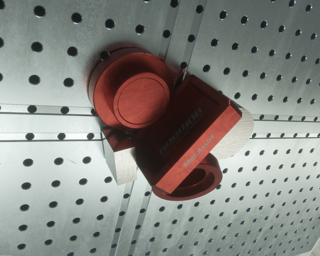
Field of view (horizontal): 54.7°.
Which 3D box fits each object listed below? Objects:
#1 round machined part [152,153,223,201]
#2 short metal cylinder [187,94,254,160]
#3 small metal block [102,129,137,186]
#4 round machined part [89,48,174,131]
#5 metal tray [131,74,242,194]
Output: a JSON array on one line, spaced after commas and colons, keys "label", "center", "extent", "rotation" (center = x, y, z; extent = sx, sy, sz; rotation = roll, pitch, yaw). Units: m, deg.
[{"label": "round machined part", "center": [0.035, 0.061, 0.437], "extent": [0.099, 0.042, 0.097], "rotation": [-7, 140, -5]}, {"label": "short metal cylinder", "center": [0.082, -0.003, 0.433], "extent": [0.081, 0.050, 0.079], "rotation": [-14, 124, -21]}, {"label": "small metal block", "center": [-0.050, 0.034, 0.383], "extent": [0.025, 0.050, 0.050], "rotation": [-14, 125, -21]}, {"label": "round machined part", "center": [-0.028, -0.038, 0.356], "extent": [0.099, 0.042, 0.097], "rotation": [-14, 124, -21]}, {"label": "metal tray", "center": [0.025, 0.004, 0.380], "extent": [0.130, 0.090, 0.030], "rotation": [-48, 129, 5]}]
